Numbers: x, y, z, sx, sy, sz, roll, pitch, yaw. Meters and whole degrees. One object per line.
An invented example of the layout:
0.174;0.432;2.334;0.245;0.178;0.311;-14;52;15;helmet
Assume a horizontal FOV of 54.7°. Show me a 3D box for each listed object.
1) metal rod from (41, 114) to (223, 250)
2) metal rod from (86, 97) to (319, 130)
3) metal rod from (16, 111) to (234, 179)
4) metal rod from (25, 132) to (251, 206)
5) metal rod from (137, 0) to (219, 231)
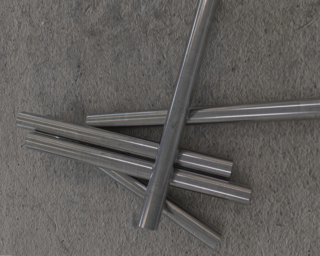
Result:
-0.051;0.065;0.426;0.300;0.025;0.025;31;100;17;metal rod
0.043;-0.015;0.393;0.301;0.025;0.025;-3;89;19;metal rod
-0.056;0.019;0.413;0.301;0.025;0.025;12;94;13;metal rod
-0.037;0.049;0.402;0.301;0.025;0.025;12;94;12;metal rod
0.025;-0.028;0.374;0.025;0.025;0.299;14;85;19;metal rod
